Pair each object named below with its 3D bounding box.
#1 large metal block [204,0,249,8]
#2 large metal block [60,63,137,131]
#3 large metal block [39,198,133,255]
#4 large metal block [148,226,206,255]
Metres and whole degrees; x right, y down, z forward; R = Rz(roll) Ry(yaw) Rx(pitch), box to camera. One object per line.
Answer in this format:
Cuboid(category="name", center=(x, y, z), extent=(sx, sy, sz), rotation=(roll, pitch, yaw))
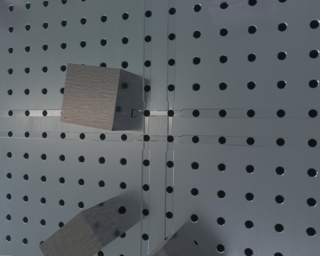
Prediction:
Cuboid(category="large metal block", center=(0.089, -0.198, 0.368), extent=(0.080, 0.050, 0.080), rotation=(-5, 89, 20))
Cuboid(category="large metal block", center=(-0.084, -0.042, 0.430), extent=(0.080, 0.050, 0.080), rotation=(10, 93, 19))
Cuboid(category="large metal block", center=(-0.097, 0.145, 0.418), extent=(0.080, 0.080, 0.050), rotation=(-40, 78, 16))
Cuboid(category="large metal block", center=(0.024, 0.178, 0.375), extent=(0.050, 0.080, 0.080), rotation=(-44, 76, 15))
